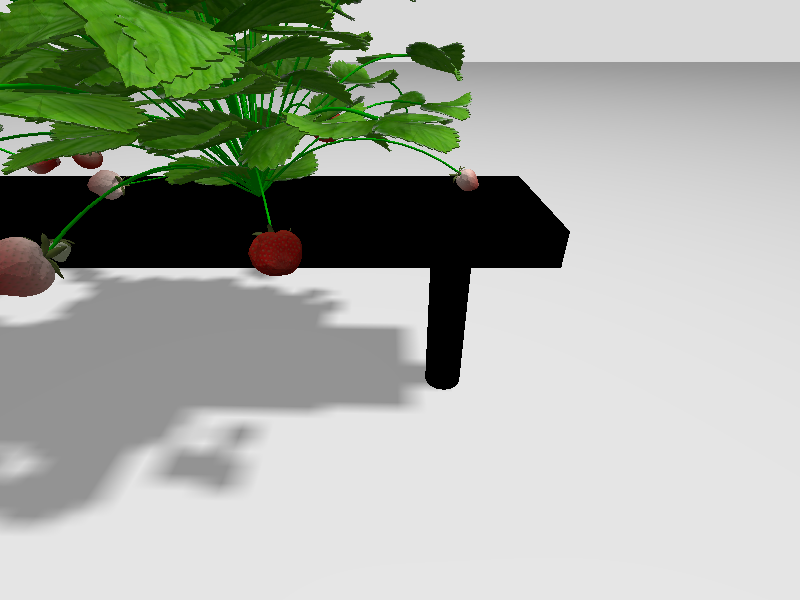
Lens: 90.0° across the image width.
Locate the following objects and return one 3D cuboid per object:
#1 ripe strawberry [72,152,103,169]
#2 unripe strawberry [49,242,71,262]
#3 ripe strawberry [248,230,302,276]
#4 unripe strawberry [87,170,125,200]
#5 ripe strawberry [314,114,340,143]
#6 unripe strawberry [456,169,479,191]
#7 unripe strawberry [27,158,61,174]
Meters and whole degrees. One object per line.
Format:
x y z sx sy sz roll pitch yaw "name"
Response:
-0.338 -0.153 0.432 0.028 0.028 0.026 -35 10 39 "ripe strawberry"
-0.210 -0.030 0.246 0.014 0.013 0.013 20 19 28 "unripe strawberry"
-0.069 -0.024 0.224 0.029 0.026 0.027 -12 47 -18 "ripe strawberry"
-0.255 -0.099 0.345 0.026 0.025 0.024 -2 32 -2 "unripe strawberry"
-0.097 -0.237 0.543 0.050 0.045 0.045 4 22 6 "ripe strawberry"
0.062 -0.109 0.364 0.022 0.019 0.022 27 26 -21 "unripe strawberry"
-0.366 -0.143 0.410 0.028 0.027 0.030 -5 32 -19 "unripe strawberry"
